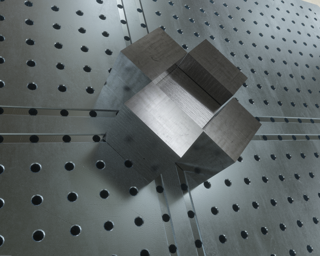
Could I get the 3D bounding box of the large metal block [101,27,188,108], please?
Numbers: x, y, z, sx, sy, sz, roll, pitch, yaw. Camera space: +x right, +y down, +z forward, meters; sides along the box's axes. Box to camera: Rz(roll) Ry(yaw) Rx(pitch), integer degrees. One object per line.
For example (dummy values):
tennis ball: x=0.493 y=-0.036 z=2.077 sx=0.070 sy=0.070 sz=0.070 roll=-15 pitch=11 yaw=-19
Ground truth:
large metal block: x=-0.021 y=-0.073 z=0.406 sx=0.050 sy=0.080 sz=0.080 roll=44 pitch=51 yaw=2

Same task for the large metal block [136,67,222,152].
large metal block: x=0.021 y=-0.022 z=0.415 sx=0.080 sy=0.050 sz=0.080 roll=43 pitch=53 yaw=3

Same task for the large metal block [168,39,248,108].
large metal block: x=0.062 y=-0.065 z=0.445 sx=0.080 sy=0.080 sz=0.050 roll=44 pitch=51 yaw=1

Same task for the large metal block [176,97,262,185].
large metal block: x=0.073 y=0.018 z=0.402 sx=0.050 sy=0.080 sz=0.080 roll=45 pitch=51 yaw=3

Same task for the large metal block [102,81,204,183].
large metal block: x=-0.011 y=0.007 z=0.362 sx=0.080 sy=0.080 sz=0.050 roll=44 pitch=51 yaw=1
